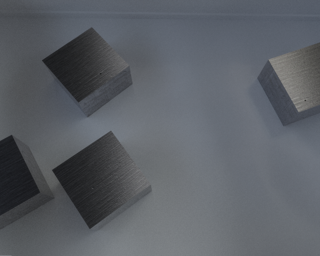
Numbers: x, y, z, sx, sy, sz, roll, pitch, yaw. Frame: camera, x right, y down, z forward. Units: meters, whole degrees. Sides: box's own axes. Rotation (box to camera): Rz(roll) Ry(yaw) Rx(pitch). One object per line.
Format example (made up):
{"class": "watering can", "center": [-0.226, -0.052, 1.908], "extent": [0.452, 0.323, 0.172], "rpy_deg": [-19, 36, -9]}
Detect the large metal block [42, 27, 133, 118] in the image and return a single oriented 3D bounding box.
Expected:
{"class": "large metal block", "center": [-0.096, -0.076, 0.423], "extent": [0.080, 0.050, 0.080], "rpy_deg": [-39, 75, -13]}

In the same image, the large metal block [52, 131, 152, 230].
{"class": "large metal block", "center": [-0.066, 0.064, 0.372], "extent": [0.080, 0.050, 0.080], "rpy_deg": [-35, 74, -12]}

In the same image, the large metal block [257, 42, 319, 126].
{"class": "large metal block", "center": [0.193, -0.059, 0.419], "extent": [0.080, 0.050, 0.080], "rpy_deg": [-19, 71, -7]}

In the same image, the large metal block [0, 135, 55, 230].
{"class": "large metal block", "center": [-0.188, 0.068, 0.370], "extent": [0.080, 0.050, 0.080], "rpy_deg": [-30, 73, -11]}
